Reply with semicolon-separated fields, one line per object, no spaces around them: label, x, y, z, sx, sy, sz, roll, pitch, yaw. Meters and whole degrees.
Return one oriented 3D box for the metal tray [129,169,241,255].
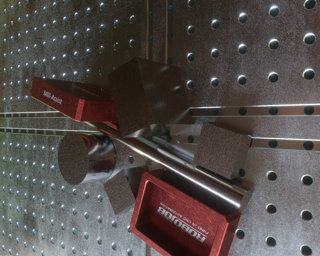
metal tray;0.025;0.117;0.385;0.130;0.030;0.089;23;105;37

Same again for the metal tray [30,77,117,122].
metal tray;-0.120;-0.043;0.465;0.130;0.091;0.030;24;105;37

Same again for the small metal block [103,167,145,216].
small metal block;-0.050;0.092;0.452;0.050;0.025;0.050;-39;66;33

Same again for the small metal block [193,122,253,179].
small metal block;0.070;0.024;0.351;0.050;0.025;0.050;22;104;38

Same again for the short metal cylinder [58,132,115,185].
short metal cylinder;-0.116;0.046;0.488;0.080;0.050;0.080;0;90;40

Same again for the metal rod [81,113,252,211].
metal rod;-0.017;0.027;0.423;0.300;0.025;0.025;25;106;37

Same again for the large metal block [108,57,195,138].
large metal block;-0.010;-0.034;0.383;0.050;0.081;0.080;-23;75;38
